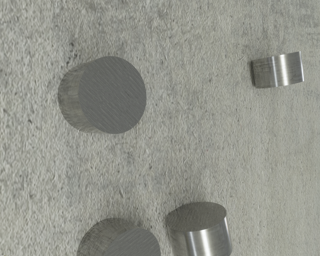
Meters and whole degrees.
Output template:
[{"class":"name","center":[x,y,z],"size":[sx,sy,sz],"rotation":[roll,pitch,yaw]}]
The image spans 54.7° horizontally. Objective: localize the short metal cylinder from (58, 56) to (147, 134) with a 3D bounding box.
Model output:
[{"class":"short metal cylinder","center":[-0.062,-0.034,0.336],"size":[0.081,0.050,0.080],"rotation":[0,90,-40]}]

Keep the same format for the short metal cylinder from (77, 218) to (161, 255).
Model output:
[{"class":"short metal cylinder","center":[-0.046,0.148,0.350],"size":[0.081,0.050,0.080],"rotation":[0,90,-40]}]

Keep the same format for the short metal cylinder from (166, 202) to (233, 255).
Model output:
[{"class":"short metal cylinder","center":[0.052,0.139,0.413],"size":[0.081,0.080,0.050],"rotation":[-20,103,-38]}]

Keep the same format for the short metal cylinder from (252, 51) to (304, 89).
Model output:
[{"class":"short metal cylinder","center":[0.205,-0.101,0.540],"size":[0.081,0.080,0.050],"rotation":[-18,102,-39]}]
